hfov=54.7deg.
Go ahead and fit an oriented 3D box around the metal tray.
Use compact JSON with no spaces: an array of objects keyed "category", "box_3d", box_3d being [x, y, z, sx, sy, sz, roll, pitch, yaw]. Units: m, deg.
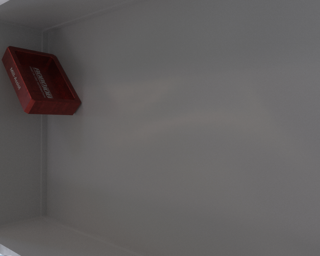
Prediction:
[{"category":"metal tray","box_3d":[-0.203,-0.080,0.532,0.030,0.091,0.130,-48,62,29]}]
